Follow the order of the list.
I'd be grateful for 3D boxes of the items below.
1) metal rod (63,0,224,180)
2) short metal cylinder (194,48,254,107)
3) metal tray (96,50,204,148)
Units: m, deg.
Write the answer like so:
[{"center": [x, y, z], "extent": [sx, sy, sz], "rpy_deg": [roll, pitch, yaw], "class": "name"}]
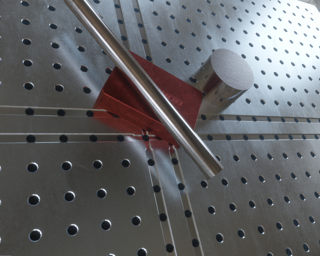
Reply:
[{"center": [-0.026, -0.061, 0.393], "extent": [0.025, 0.025, 0.300], "rpy_deg": [-33, 80, -38], "class": "metal rod"}, {"center": [0.102, -0.080, 0.499], "extent": [0.081, 0.050, 0.080], "rpy_deg": [14, 56, -21], "class": "short metal cylinder"}, {"center": [-0.010, -0.041, 0.426], "extent": [0.131, 0.030, 0.090], "rpy_deg": [28, 52, -11], "class": "metal tray"}]
